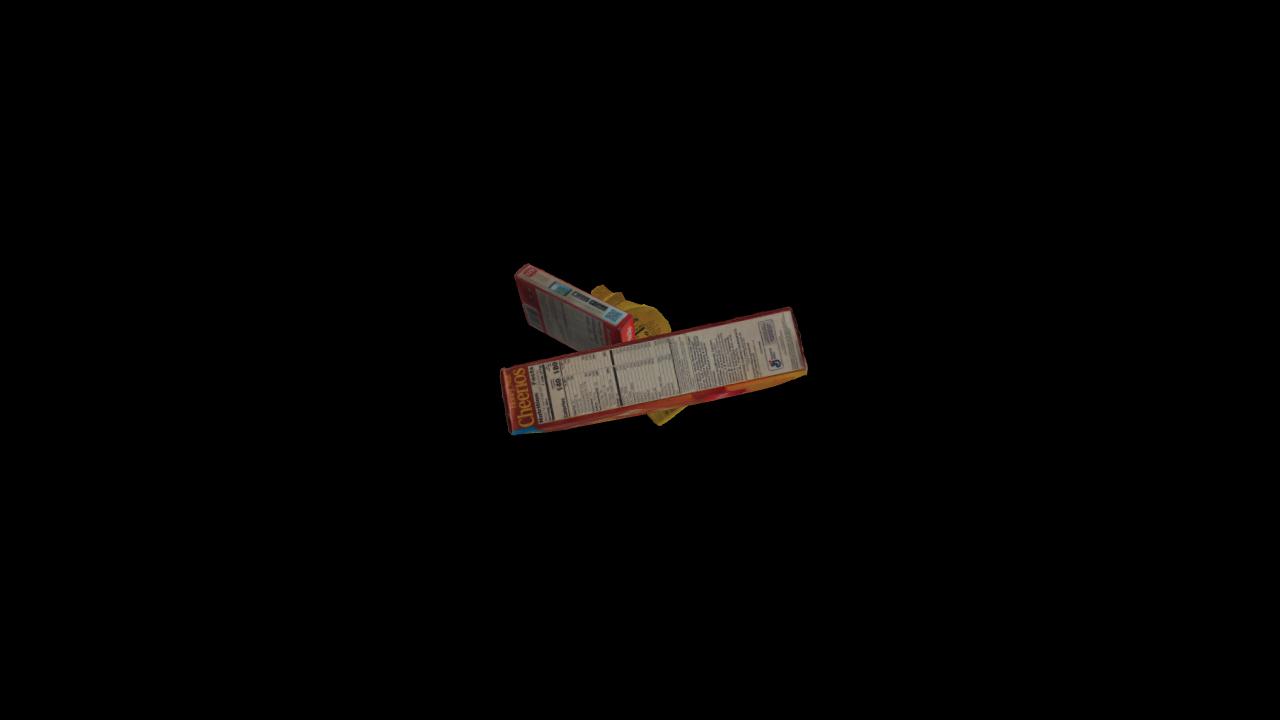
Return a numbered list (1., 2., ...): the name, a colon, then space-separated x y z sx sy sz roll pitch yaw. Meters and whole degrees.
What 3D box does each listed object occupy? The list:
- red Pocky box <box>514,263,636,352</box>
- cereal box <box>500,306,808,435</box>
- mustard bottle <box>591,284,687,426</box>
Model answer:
1. red Pocky box: -0.070 -0.044 0.686 0.155 0.083 0.028 28 57 26
2. cereal box: 0.016 0.020 0.705 0.306 0.081 0.203 -12 -6 2
3. mustard bottle: 0.002 -0.017 0.753 0.092 0.184 0.054 -38 -3 10
